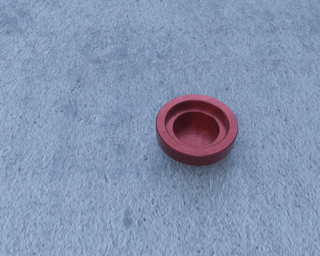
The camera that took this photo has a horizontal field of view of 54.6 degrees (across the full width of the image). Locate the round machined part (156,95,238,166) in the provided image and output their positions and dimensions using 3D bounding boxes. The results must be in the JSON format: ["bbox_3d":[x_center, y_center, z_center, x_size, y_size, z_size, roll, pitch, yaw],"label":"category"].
[{"bbox_3d":[0.044,0.007,0.387,0.099,0.042,0.098,0,50,0],"label":"round machined part"}]
